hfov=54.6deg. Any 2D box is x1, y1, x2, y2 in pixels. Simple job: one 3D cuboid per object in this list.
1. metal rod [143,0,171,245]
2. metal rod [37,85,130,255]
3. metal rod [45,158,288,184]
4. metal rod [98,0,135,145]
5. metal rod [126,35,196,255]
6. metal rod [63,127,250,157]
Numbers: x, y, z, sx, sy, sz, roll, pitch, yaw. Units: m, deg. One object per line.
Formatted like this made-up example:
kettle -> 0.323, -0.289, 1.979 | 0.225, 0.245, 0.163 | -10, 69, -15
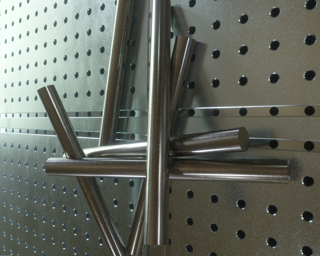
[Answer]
metal rod -> -0.001, -0.025, 0.359 | 0.025, 0.025, 0.299 | -16, 64, 39
metal rod -> -0.101, 0.081, 0.441 | 0.025, 0.025, 0.299 | -22, 93, 38
metal rod -> -0.011, 0.048, 0.366 | 0.300, 0.025, 0.025 | -2, 89, 23
metal rod -> -0.066, -0.078, 0.465 | 0.025, 0.025, 0.298 | 15, 99, 39
metal rod -> -0.002, 0.031, 0.412 | 0.025, 0.025, 0.298 | 22, 104, 38
metal rod -> -0.031, 0.030, 0.401 | 0.300, 0.025, 0.025 | -9, 84, 40
